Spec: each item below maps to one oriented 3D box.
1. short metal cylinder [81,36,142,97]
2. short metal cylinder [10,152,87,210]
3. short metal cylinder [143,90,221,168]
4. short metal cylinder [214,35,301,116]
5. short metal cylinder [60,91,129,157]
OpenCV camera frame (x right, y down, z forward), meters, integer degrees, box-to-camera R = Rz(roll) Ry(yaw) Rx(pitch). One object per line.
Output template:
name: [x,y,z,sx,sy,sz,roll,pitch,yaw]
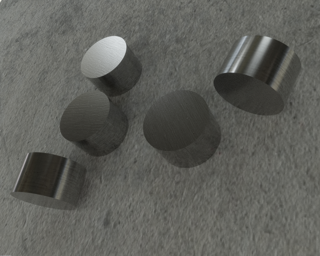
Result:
short metal cylinder: [-0.075,-0.096,0.484,0.080,0.050,0.080,-13,56,20]
short metal cylinder: [-0.141,0.070,0.397,0.080,0.080,0.050,-4,60,26]
short metal cylinder: [0.027,0.002,0.372,0.080,0.050,0.080,-13,56,20]
short metal cylinder: [0.108,-0.057,0.346,0.080,0.080,0.050,19,72,35]
short metal cylinder: [-0.092,-0.006,0.438,0.080,0.050,0.080,-13,56,20]
